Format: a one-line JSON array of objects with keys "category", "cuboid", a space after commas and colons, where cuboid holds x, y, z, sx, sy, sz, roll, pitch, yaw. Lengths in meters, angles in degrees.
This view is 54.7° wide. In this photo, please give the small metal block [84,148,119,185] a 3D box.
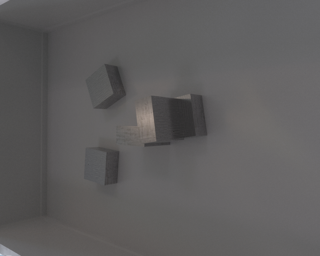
[{"category": "small metal block", "cuboid": [-0.091, 0.058, 0.483, 0.050, 0.025, 0.050, 7, 94, 39]}]

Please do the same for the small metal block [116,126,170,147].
[{"category": "small metal block", "cuboid": [-0.022, 0.010, 0.409, 0.050, 0.050, 0.025, 1, 91, 40]}]

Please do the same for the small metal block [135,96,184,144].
[{"category": "small metal block", "cuboid": [0.000, -0.009, 0.358, 0.025, 0.050, 0.050, -11, 83, 39]}]

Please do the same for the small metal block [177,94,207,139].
[{"category": "small metal block", "cuboid": [0.027, -0.012, 0.384, 0.050, 0.025, 0.050, -11, 83, 39]}]

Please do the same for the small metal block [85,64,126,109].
[{"category": "small metal block", "cuboid": [-0.084, -0.063, 0.477, 0.050, 0.025, 0.050, -29, 72, 36]}]
